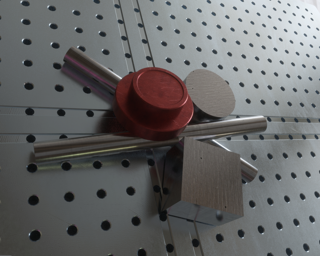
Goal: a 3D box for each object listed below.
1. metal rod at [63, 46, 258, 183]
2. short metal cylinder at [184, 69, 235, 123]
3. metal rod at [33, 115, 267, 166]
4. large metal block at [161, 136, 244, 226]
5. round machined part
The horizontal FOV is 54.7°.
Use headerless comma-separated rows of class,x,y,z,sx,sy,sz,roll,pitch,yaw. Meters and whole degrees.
metal rod,0.006,-0.015,0.422,0.301,0.025,0.025,33,51,-7
short metal cylinder,0.061,-0.038,0.449,0.081,0.050,0.080,14,56,-21
metal rod,0.007,0.011,0.383,0.303,0.025,0.025,-7,65,-24
large metal block,0.051,0.066,0.378,0.081,0.050,0.080,19,54,-18
round machined part,-0.005,-0.036,0.375,0.099,0.042,0.098,11,50,-13
